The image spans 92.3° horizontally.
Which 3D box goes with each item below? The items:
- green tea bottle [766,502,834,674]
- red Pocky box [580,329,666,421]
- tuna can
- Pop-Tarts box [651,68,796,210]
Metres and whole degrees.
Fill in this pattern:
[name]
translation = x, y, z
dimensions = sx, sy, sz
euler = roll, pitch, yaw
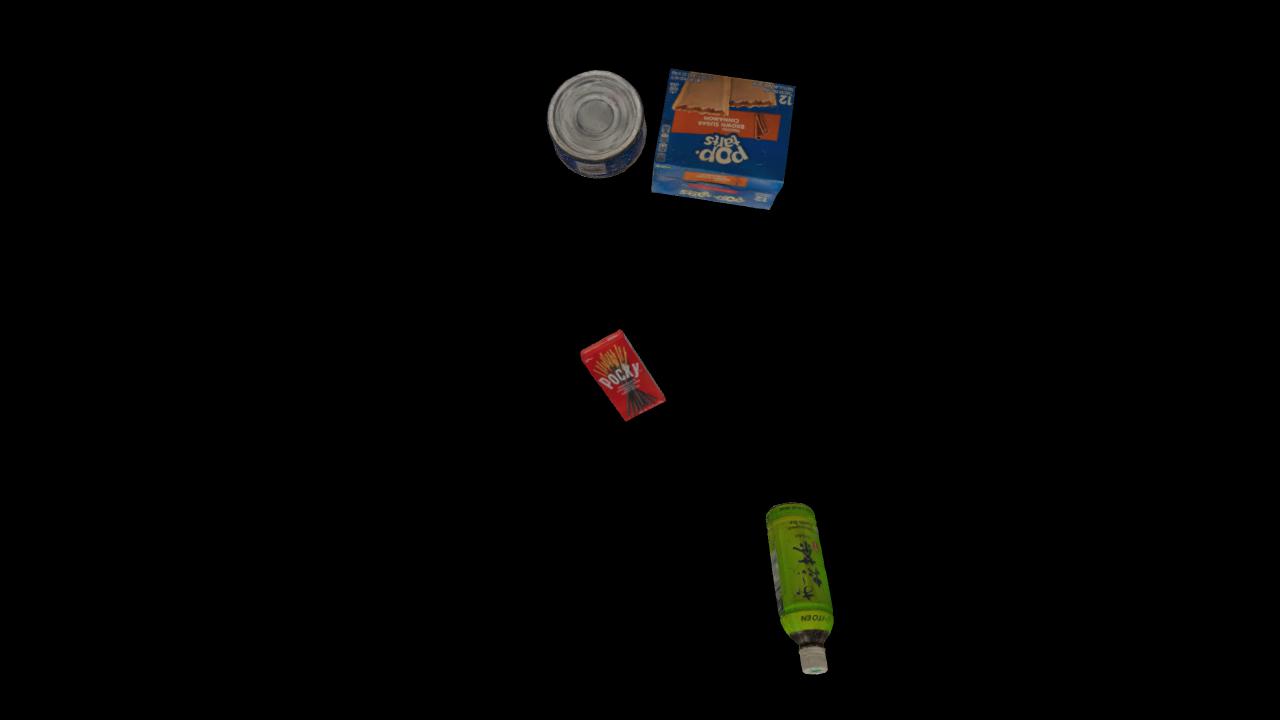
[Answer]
[green tea bottle]
translation = 0.212, 0.298, 0.813
dimensions = 0.073, 0.212, 0.073
euler = 1, -39, 1
[red Pocky box]
translation = -0.028, 0.029, 1.038
dimensions = 0.083, 0.155, 0.028
euler = -28, 30, 10
[tuna can]
translation = -0.037, -0.202, 0.528
dimensions = 0.084, 0.084, 0.034
euler = 0, -7, 4
[Pop-Tarts box]
translation = 0.108, -0.291, 0.817
dimensions = 0.167, 0.141, 0.083
euler = 9, -12, 3
